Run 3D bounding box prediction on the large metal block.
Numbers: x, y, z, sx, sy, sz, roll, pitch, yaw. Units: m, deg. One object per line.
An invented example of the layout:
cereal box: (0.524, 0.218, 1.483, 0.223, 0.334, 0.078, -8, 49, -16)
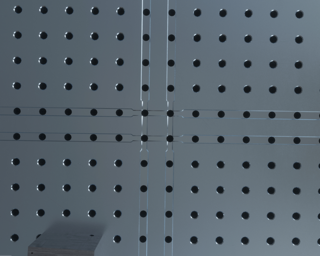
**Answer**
large metal block: (-0.122, 0.186, 0.400, 0.080, 0.050, 0.080, 4, 90, 0)
